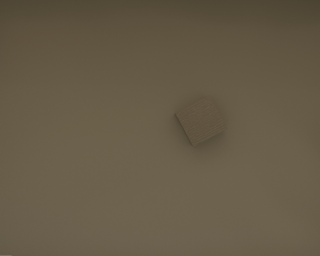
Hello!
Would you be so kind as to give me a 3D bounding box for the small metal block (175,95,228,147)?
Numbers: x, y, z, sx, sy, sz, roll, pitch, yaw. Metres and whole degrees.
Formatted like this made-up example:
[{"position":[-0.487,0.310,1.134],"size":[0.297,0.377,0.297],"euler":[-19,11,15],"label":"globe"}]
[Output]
[{"position":[0.054,-0.009,0.412],"size":[0.050,0.025,0.050],"euler":[-28,90,0],"label":"small metal block"}]
